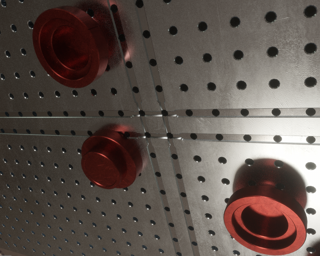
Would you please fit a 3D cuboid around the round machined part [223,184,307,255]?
[{"bbox_3d":[0.135,0.112,0.398,0.098,0.042,0.097,13,124,20],"label":"round machined part"}]

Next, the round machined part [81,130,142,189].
[{"bbox_3d":[-0.080,0.055,0.474,0.098,0.042,0.097,13,124,20],"label":"round machined part"}]

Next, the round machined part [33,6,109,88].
[{"bbox_3d":[-0.107,-0.103,0.391,0.098,0.042,0.097,13,124,20],"label":"round machined part"}]
